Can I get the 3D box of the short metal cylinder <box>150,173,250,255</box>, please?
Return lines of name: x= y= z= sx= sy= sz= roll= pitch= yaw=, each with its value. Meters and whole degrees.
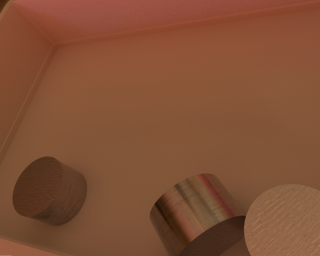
short metal cylinder: x=0.037 y=0.089 z=0.296 sx=0.080 sy=0.080 sz=0.050 roll=-38 pitch=51 yaw=3

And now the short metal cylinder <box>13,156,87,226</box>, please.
short metal cylinder: x=-0.146 y=0.085 z=0.415 sx=0.080 sy=0.050 sz=0.080 roll=-13 pitch=56 yaw=21

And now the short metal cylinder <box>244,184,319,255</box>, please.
short metal cylinder: x=0.117 y=0.095 z=0.267 sx=0.080 sy=0.050 sz=0.080 roll=-10 pitch=59 yaw=18
